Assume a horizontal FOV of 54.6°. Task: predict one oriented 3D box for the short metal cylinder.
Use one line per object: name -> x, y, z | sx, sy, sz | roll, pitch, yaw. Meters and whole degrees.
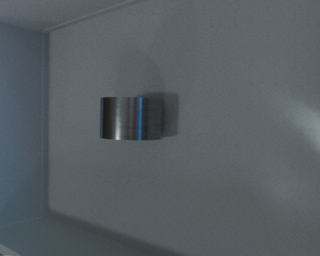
short metal cylinder -> -0.036, -0.012, 0.398 | 0.080, 0.081, 0.050 | 3, 92, 40
